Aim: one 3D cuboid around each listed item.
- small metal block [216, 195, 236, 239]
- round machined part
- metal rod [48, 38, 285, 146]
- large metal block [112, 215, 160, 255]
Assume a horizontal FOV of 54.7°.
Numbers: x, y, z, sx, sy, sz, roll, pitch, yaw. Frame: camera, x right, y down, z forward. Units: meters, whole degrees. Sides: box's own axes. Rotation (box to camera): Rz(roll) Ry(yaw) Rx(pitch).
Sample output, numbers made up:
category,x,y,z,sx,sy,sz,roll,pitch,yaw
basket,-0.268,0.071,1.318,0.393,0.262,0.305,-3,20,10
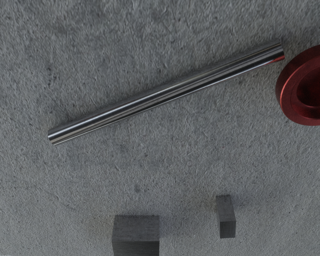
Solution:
category,x,y,z,sx,sy,sz,roll,pitch,yaw
small metal block,0.109,0.148,0.518,0.025,0.050,0.050,-6,130,5
round machined part,0.182,-0.053,0.353,0.099,0.042,0.097,0,130,0
metal rod,-0.006,-0.037,0.375,0.301,0.025,0.025,-20,128,16
large metal block,-0.042,0.204,0.564,0.081,0.050,0.079,0,130,-1
